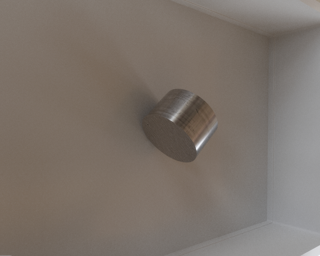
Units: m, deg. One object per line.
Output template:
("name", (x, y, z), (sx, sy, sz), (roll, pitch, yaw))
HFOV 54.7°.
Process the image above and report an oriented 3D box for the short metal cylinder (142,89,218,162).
("short metal cylinder", (0.025, -0.002, 0.390), (0.050, 0.080, 0.080), (-49, 120, -29))
